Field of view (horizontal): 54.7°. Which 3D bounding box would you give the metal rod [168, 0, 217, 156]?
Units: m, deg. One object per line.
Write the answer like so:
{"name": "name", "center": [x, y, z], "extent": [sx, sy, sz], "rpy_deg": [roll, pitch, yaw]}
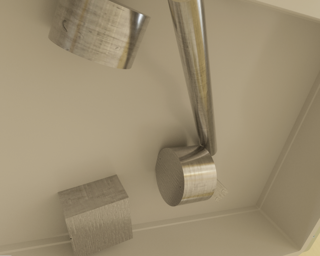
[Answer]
{"name": "metal rod", "center": [0.046, -0.031, 0.342], "extent": [0.025, 0.025, 0.299], "rpy_deg": [-35, 153, -5]}

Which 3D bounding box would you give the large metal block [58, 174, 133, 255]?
{"name": "large metal block", "center": [-0.086, 0.120, 0.421], "extent": [0.081, 0.050, 0.079], "rpy_deg": [-15, 125, -21]}

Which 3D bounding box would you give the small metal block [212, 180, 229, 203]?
{"name": "small metal block", "center": [0.075, 0.083, 0.487], "extent": [0.025, 0.050, 0.050], "rpy_deg": [-45, 130, 2]}

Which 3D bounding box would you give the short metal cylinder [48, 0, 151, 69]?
{"name": "short metal cylinder", "center": [-0.055, -0.094, 0.286], "extent": [0.081, 0.080, 0.050], "rpy_deg": [11, 113, -33]}

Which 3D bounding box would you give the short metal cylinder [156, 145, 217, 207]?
{"name": "short metal cylinder", "center": [0.035, 0.066, 0.434], "extent": [0.050, 0.080, 0.079], "rpy_deg": [-3, 120, -27]}
